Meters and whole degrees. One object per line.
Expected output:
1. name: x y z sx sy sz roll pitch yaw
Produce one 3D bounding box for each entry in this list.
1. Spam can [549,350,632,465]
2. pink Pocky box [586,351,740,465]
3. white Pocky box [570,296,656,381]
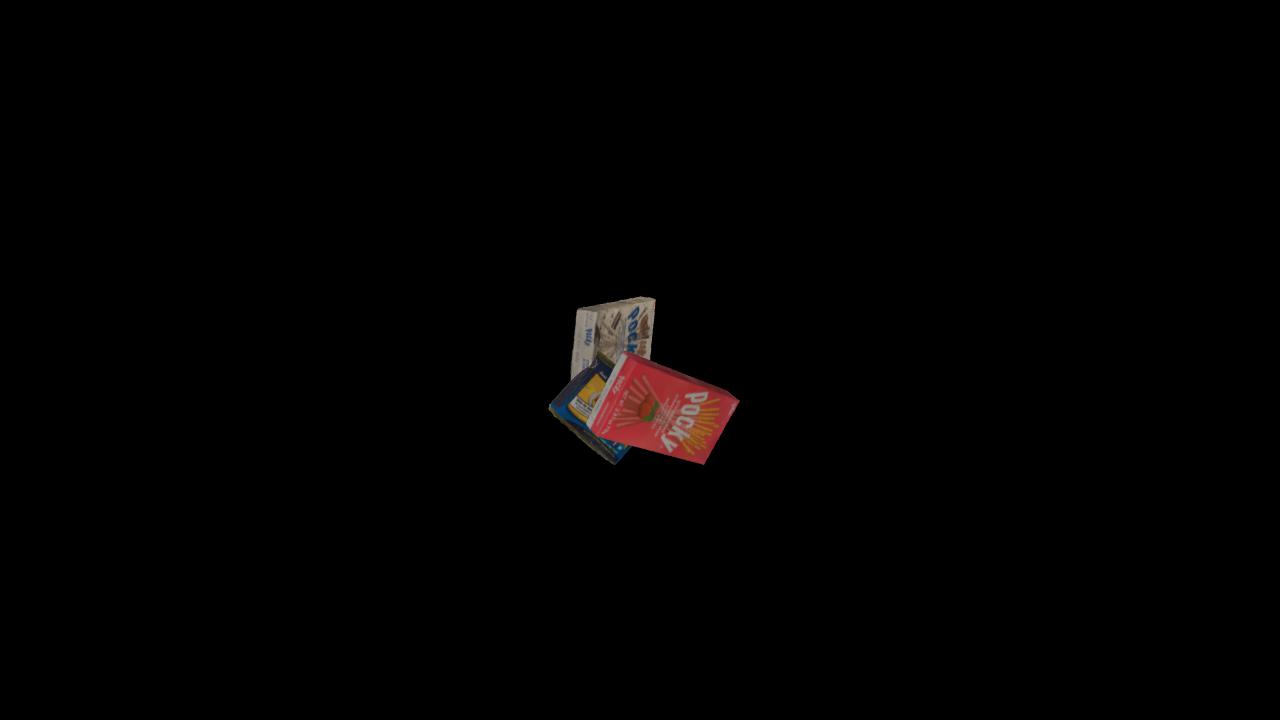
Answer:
1. Spam can: -0.036 0.052 0.672 0.101 0.085 0.058 42 -2 -8
2. pink Pocky box: 0.028 0.053 0.630 0.155 0.084 0.029 21 11 -38
3. white Pocky box: -0.028 -0.026 0.715 0.028 0.084 0.154 12 15 24
